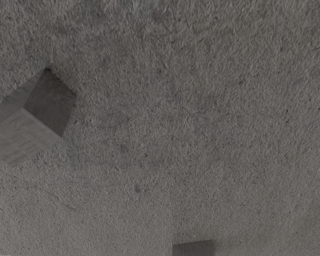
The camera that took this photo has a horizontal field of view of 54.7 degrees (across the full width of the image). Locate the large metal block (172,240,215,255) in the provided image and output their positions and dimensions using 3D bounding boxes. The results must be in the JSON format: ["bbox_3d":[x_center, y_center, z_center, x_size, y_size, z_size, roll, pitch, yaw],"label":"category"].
[{"bbox_3d":[0.070,0.272,0.604,0.080,0.080,0.050,-11,129,9],"label":"large metal block"}]

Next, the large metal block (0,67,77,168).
[{"bbox_3d":[-0.151,-0.013,0.359,0.080,0.080,0.050,-29,125,22],"label":"large metal block"}]
